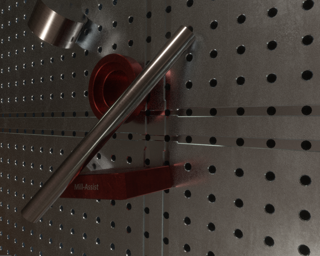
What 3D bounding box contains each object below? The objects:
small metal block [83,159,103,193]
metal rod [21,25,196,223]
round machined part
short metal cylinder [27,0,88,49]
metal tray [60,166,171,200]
[{"bbox_3d":[-0.126,0.074,0.510,0.050,0.025,0.050,40,114,32],"label":"small metal block"},{"bbox_3d":[-0.063,-0.005,0.383,0.300,0.025,0.025,-49,58,0],"label":"metal rod"},{"bbox_3d":[-0.055,-0.053,0.441,0.098,0.042,0.097,0,90,39],"label":"round machined part"},{"bbox_3d":[-0.167,-0.176,0.509,0.080,0.081,0.050,52,120,27],"label":"short metal cylinder"},{"bbox_3d":[-0.062,0.072,0.416,0.130,0.091,0.030,-9,85,39],"label":"metal tray"}]
